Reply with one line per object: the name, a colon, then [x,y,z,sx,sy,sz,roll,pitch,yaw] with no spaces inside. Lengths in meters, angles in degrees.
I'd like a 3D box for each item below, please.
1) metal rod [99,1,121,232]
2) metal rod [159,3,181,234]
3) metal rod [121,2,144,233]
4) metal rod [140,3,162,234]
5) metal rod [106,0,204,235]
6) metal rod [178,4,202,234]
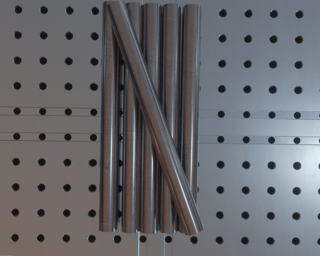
metal rod: [-0.066,-0.015,0.412,0.025,0.025,0.298,1,90,0]
metal rod: [0.013,-0.012,0.414,0.025,0.025,0.298,1,90,0]
metal rod: [-0.037,-0.013,0.412,0.025,0.025,0.298,1,90,0]
metal rod: [-0.012,-0.013,0.412,0.025,0.025,0.298,1,90,0]
metal rod: [-0.006,-0.012,0.388,0.025,0.025,0.299,-19,90,0]
metal rod: [0.040,-0.012,0.414,0.025,0.025,0.298,1,90,0]
